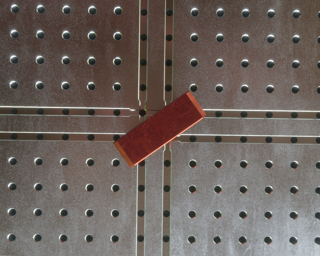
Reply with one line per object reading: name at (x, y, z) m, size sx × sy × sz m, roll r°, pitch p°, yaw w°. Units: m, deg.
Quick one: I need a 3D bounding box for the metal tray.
metal tray at (0.000, 0.001, 0.361) m, size 0.090 × 0.130 × 0.030 m, roll -35°, pitch 90°, yaw 0°
